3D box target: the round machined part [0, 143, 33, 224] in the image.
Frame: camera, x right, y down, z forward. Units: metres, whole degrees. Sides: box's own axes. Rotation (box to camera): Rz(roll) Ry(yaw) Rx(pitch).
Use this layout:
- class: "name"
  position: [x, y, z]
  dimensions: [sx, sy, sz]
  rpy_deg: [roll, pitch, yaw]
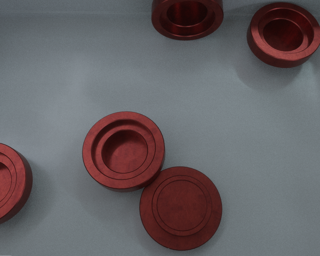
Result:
- class: "round machined part"
  position: [-0.203, 0.069, 0.374]
  dimensions: [0.099, 0.042, 0.098]
  rpy_deg: [0, 70, 0]

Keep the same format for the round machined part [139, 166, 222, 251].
- class: "round machined part"
  position: [0.025, 0.093, 0.367]
  dimensions: [0.099, 0.042, 0.098]
  rpy_deg: [0, 70, 0]

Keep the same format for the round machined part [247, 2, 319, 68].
- class: "round machined part"
  position: [0.175, -0.129, 0.449]
  dimensions: [0.099, 0.042, 0.098]
  rpy_deg: [0, 70, 0]

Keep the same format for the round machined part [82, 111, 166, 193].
- class: "round machined part"
  position: [-0.042, 0.032, 0.386]
  dimensions: [0.099, 0.042, 0.098]
  rpy_deg: [-1, 67, 2]

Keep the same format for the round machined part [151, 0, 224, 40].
- class: "round machined part"
  position: [0.038, -0.168, 0.432]
  dimensions: [0.099, 0.098, 0.042]
  rpy_deg: [0, 72, 0]
